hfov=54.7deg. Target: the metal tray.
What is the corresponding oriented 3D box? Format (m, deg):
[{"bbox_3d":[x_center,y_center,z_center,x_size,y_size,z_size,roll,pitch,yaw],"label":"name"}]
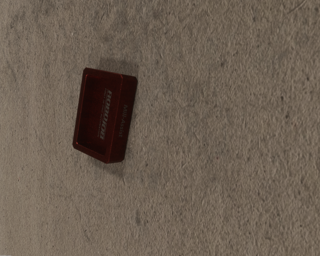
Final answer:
[{"bbox_3d":[-0.086,-0.021,0.470,0.090,0.030,0.129,18,101,38],"label":"metal tray"}]
